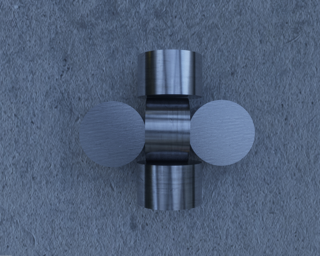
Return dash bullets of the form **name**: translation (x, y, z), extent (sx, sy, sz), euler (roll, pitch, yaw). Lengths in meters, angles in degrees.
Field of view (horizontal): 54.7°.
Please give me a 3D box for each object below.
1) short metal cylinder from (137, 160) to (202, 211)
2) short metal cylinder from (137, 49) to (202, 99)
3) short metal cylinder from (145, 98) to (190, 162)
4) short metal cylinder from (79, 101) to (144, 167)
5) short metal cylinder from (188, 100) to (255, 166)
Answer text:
- **short metal cylinder**: translation (0.012, 0.067, 0.384), extent (0.081, 0.080, 0.050), euler (0, 90, 0)
- **short metal cylinder**: translation (0.012, -0.063, 0.384), extent (0.081, 0.080, 0.050), euler (0, 90, 0)
- **short metal cylinder**: translation (0.009, 0.002, 0.384), extent (0.050, 0.080, 0.080), euler (0, 90, 0)
- **short metal cylinder**: translation (-0.057, 0.007, 0.398), extent (0.081, 0.050, 0.080), euler (0, 90, -1)
- **short metal cylinder**: translation (0.074, 0.005, 0.399), extent (0.081, 0.050, 0.080), euler (0, 90, 0)
